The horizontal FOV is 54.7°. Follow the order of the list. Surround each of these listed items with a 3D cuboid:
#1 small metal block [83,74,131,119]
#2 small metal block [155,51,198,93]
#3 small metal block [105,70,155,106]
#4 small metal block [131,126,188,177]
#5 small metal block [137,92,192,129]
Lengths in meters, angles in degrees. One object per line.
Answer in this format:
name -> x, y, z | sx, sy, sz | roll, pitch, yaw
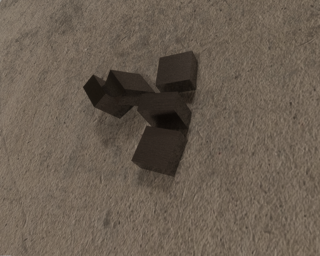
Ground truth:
small metal block -> -0.078, -0.045, 0.452 | 0.025, 0.050, 0.050 | -48, 50, 14
small metal block -> 0.024, -0.077, 0.437 | 0.050, 0.025, 0.050 | -6, 59, 24
small metal block -> -0.043, -0.056, 0.440 | 0.050, 0.050, 0.025 | 53, 128, 39
small metal block -> 0.000, 0.028, 0.386 | 0.050, 0.025, 0.050 | 10, 66, 32
small metal block -> 0.007, -0.021, 0.396 | 0.050, 0.050, 0.025 | 0, 62, 27
